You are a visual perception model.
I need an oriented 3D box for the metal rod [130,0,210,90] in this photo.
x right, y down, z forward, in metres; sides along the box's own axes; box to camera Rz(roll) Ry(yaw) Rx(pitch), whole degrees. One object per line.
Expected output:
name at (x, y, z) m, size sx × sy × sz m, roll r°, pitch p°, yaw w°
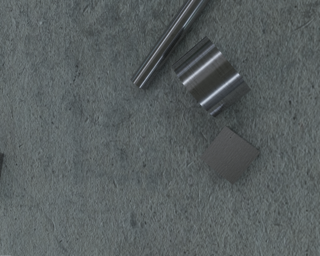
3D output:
metal rod at (0.058, -0.175, 0.387) m, size 0.025 × 0.025 × 0.299 m, roll 40°, pitch 102°, yaw 15°

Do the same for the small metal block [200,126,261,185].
small metal block at (0.086, 0.032, 0.378) m, size 0.050 × 0.025 × 0.050 m, roll 40°, pitch 102°, yaw 15°

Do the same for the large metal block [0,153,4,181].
large metal block at (-0.310, 0.074, 0.502) m, size 0.080 × 0.050 × 0.079 m, roll 12°, pitch 94°, yaw 19°

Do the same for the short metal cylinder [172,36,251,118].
short metal cylinder at (0.059, -0.059, 0.358) m, size 0.050 × 0.080 × 0.080 m, roll -40°, pitch 78°, yaw 15°
